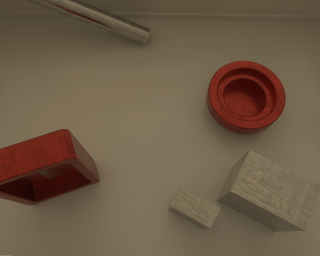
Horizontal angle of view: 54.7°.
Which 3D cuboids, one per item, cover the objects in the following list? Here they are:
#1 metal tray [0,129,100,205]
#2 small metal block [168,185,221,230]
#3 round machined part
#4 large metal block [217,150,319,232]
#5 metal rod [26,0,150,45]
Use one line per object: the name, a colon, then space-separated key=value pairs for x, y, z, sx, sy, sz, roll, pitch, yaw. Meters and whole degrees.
metal tray: x=-0.123 y=0.048 z=0.335 sx=0.091 sy=0.130 sz=0.030 roll=-19 pitch=72 yaw=-7
small metal block: x=0.038 y=0.094 z=0.362 sx=0.050 sy=0.050 sz=0.025 roll=28 pitch=72 yaw=9
round machined part: x=0.111 y=-0.037 z=0.416 sx=0.099 sy=0.042 sz=0.098 roll=0 pitch=70 yaw=-1
large metal block: x=0.119 y=0.075 z=0.354 sx=0.080 sy=0.080 sz=0.050 roll=27 pitch=72 yaw=9
metal rod: x=-0.156 y=-0.174 z=0.408 sx=0.302 sy=0.025 sz=0.025 roll=16 pitch=69 yaw=-21
